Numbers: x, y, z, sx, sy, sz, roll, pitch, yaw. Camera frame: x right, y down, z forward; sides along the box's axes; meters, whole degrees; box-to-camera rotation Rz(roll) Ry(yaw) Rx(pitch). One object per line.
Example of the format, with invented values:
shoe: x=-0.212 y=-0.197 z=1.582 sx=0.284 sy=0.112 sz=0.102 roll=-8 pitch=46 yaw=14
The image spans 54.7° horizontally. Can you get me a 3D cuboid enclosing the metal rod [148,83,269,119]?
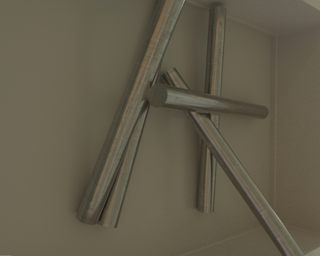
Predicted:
metal rod: x=0.089 y=-0.030 z=0.432 sx=0.302 sy=0.025 sz=0.025 roll=2 pitch=89 yaw=-52

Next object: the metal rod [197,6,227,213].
metal rod: x=0.077 y=-0.025 z=0.459 sx=0.025 sy=0.025 sz=0.298 roll=2 pitch=92 yaw=-40

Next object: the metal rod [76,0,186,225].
metal rod: x=-0.025 y=-0.037 z=0.323 sx=0.025 sy=0.025 sz=0.298 roll=17 pitch=99 yaw=-39

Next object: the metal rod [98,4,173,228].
metal rod: x=-0.024 y=-0.030 z=0.385 sx=0.025 sy=0.025 sz=0.299 roll=24 pitch=75 yaw=-38

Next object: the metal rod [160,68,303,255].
metal rod: x=0.095 y=0.049 z=0.416 sx=0.025 sy=0.025 sz=0.299 roll=-34 pitch=89 yaw=-35
